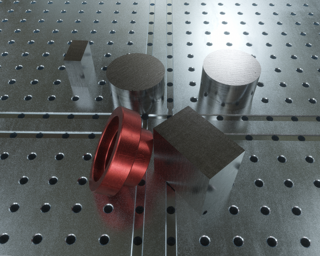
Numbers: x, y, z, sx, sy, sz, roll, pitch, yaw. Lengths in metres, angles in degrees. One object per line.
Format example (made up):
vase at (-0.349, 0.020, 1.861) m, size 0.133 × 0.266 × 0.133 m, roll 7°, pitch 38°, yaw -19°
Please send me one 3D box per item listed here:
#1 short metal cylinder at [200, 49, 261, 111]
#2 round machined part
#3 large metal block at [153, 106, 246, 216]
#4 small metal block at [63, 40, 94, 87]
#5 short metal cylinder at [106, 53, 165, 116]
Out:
short metal cylinder at (0.100, -0.071, 0.451) m, size 0.080 × 0.050 × 0.080 m, roll 0°, pitch 50°, yaw 0°
round machined part at (-0.041, 0.028, 0.344) m, size 0.042 × 0.097 × 0.098 m, roll 20°, pitch 47°, yaw -21°
large metal block at (0.038, 0.036, 0.341) m, size 0.050 × 0.080 × 0.080 m, roll -33°, pitch 58°, yaw -25°
small metal block at (-0.122, -0.098, 0.473) m, size 0.025 × 0.050 × 0.050 m, roll 3°, pitch 50°, yaw 3°
short metal cylinder at (-0.033, -0.062, 0.443) m, size 0.080 × 0.050 × 0.080 m, roll 0°, pitch 50°, yaw 0°
